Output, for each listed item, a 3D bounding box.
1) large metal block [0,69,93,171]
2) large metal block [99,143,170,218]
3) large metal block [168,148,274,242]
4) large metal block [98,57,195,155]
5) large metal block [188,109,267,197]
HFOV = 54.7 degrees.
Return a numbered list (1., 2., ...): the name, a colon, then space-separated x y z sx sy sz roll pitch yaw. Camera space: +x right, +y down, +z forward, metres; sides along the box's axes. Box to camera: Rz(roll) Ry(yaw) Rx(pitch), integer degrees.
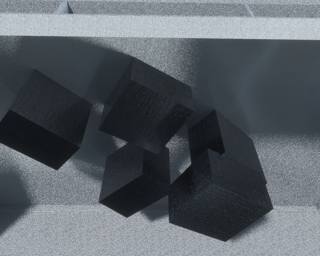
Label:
1. large metal block: -0.134 -0.010 0.363 0.080 0.080 0.050 34 122 -25
2. large metal block: -0.033 0.063 0.426 0.080 0.080 0.050 -35 122 26
3. large metal block: 0.065 0.080 0.356 0.080 0.050 0.080 25 126 -20
4. large metal block: -0.017 -0.024 0.372 0.080 0.050 0.080 25 126 -20
5. large metal block: 0.085 0.036 0.404 0.080 0.080 0.050 35 122 -26
